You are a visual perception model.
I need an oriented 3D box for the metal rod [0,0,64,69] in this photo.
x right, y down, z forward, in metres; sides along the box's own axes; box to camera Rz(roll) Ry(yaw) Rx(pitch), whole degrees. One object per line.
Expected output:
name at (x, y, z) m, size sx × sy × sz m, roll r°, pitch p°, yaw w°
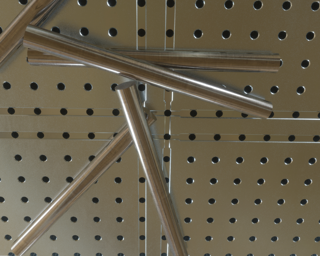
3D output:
metal rod at (-0.106, -0.167, 0.350) m, size 0.300 × 0.025 × 0.025 m, roll -40°, pitch 106°, yaw 13°

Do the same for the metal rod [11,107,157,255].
metal rod at (-0.116, 0.084, 0.442) m, size 0.025 × 0.025 × 0.299 m, roll 41°, pitch 105°, yaw -14°

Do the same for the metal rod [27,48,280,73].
metal rod at (-0.006, -0.085, 0.382) m, size 0.302 × 0.025 × 0.025 m, roll 1°, pitch 110°, yaw -1°

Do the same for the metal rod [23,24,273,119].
metal rod at (-0.001, -0.061, 0.369) m, size 0.302 × 0.025 × 0.025 m, roll 15°, pitch 110°, yaw -15°

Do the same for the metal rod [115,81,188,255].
metal rod at (-0.003, 0.079, 0.425) m, size 0.025 × 0.025 × 0.298 m, roll -14°, pitch 116°, yaw 5°
